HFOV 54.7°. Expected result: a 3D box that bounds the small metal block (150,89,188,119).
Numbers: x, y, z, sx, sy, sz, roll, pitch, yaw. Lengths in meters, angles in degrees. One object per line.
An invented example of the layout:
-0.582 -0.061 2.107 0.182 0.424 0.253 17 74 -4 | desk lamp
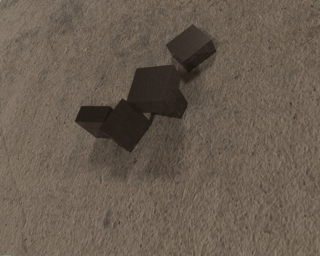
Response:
0.002 -0.039 0.409 0.050 0.050 0.025 11 67 32 | small metal block

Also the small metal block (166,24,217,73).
0.045 -0.116 0.451 0.050 0.025 0.050 -37 51 3 | small metal block

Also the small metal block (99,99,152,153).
-0.045 -0.002 0.411 0.025 0.050 0.050 27 76 36 | small metal block

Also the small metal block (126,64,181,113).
-0.007 -0.046 0.370 0.050 0.025 0.050 0 62 27 | small metal block

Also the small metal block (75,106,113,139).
-0.080 -0.007 0.433 0.050 0.050 0.025 2 63 29 | small metal block
